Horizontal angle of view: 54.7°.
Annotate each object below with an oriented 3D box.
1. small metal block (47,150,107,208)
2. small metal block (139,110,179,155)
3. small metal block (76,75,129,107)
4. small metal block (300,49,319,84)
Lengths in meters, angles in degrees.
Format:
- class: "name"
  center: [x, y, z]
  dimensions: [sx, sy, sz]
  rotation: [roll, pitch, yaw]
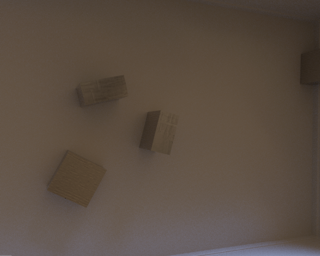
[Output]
- class: "small metal block"
  center: [-0.100, 0.061, 0.374]
  dimensions: [0.050, 0.025, 0.050]
  rotation: [31, 80, -18]
- class: "small metal block"
  center: [-0.002, 0.006, 0.397]
  dimensions: [0.025, 0.050, 0.050]
  rotation: [16, 85, -20]
- class: "small metal block"
  center: [-0.071, -0.043, 0.372]
  dimensions: [0.050, 0.050, 0.025]
  rotation: [-14, 95, -20]
- class: "small metal block"
  center: [0.253, -0.097, 0.493]
  dimensions: [0.025, 0.050, 0.050]
  rotation: [2, 90, -20]
